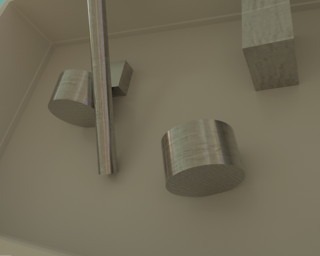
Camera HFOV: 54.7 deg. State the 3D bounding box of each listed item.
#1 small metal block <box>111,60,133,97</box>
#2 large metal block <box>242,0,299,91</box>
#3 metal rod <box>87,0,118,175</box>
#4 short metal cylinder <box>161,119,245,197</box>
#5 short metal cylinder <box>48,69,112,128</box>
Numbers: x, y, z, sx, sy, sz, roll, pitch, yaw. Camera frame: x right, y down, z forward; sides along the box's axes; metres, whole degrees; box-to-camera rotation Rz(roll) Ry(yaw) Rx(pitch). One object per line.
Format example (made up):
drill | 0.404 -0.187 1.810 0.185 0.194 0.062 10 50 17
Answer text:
small metal block | -0.075 -0.077 0.490 0.050 0.025 0.050 -3 60 26
large metal block | 0.130 -0.102 0.364 0.050 0.080 0.080 -7 59 24
metal rod | -0.081 -0.088 0.422 0.025 0.025 0.298 -8 83 24
short metal cylinder | 0.043 0.034 0.326 0.080 0.080 0.050 -18 55 17
short metal cylinder | -0.116 -0.041 0.454 0.080 0.080 0.050 -3 61 26
